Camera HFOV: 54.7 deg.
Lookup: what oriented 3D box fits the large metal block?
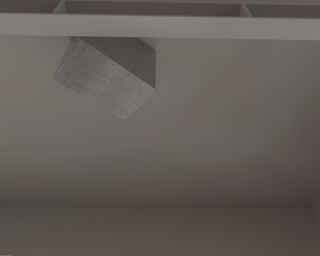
[{"bbox_3d":[-0.051,-0.066,0.316,0.080,0.080,0.050,32,123,-24],"label":"large metal block"}]
